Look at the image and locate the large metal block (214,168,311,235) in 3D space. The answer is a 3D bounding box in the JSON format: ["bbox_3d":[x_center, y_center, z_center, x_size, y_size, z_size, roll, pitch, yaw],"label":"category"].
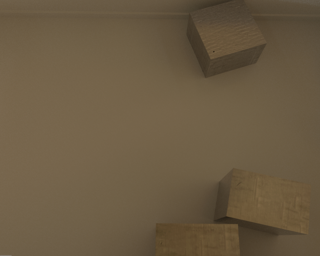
[{"bbox_3d":[0.110,0.086,0.350,0.080,0.080,0.050,12,71,4],"label":"large metal block"}]

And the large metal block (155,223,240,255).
[{"bbox_3d":[0.036,0.131,0.333,0.080,0.080,0.050,1,70,0],"label":"large metal block"}]

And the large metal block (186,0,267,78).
[{"bbox_3d":[0.092,-0.128,0.444,0.080,0.050,0.080,-18,71,-6],"label":"large metal block"}]
